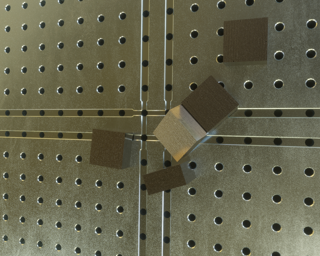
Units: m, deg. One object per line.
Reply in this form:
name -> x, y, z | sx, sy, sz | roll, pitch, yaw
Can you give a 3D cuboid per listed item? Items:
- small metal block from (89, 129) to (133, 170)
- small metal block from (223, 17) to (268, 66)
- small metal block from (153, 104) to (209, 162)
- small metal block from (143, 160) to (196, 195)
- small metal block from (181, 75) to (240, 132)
small metal block -> -0.068, 0.028, 0.436 | 0.050, 0.025, 0.050 | 7, 92, 19
small metal block -> 0.104, -0.103, 0.376 | 0.050, 0.025, 0.050 | 1, 90, 19
small metal block -> 0.025, 0.006, 0.391 | 0.050, 0.025, 0.050 | 50, 136, 13
small metal block -> 0.013, 0.062, 0.394 | 0.050, 0.050, 0.025 | -19, 84, 18
small metal block -> 0.064, -0.029, 0.388 | 0.050, 0.025, 0.050 | -43, 77, 10
